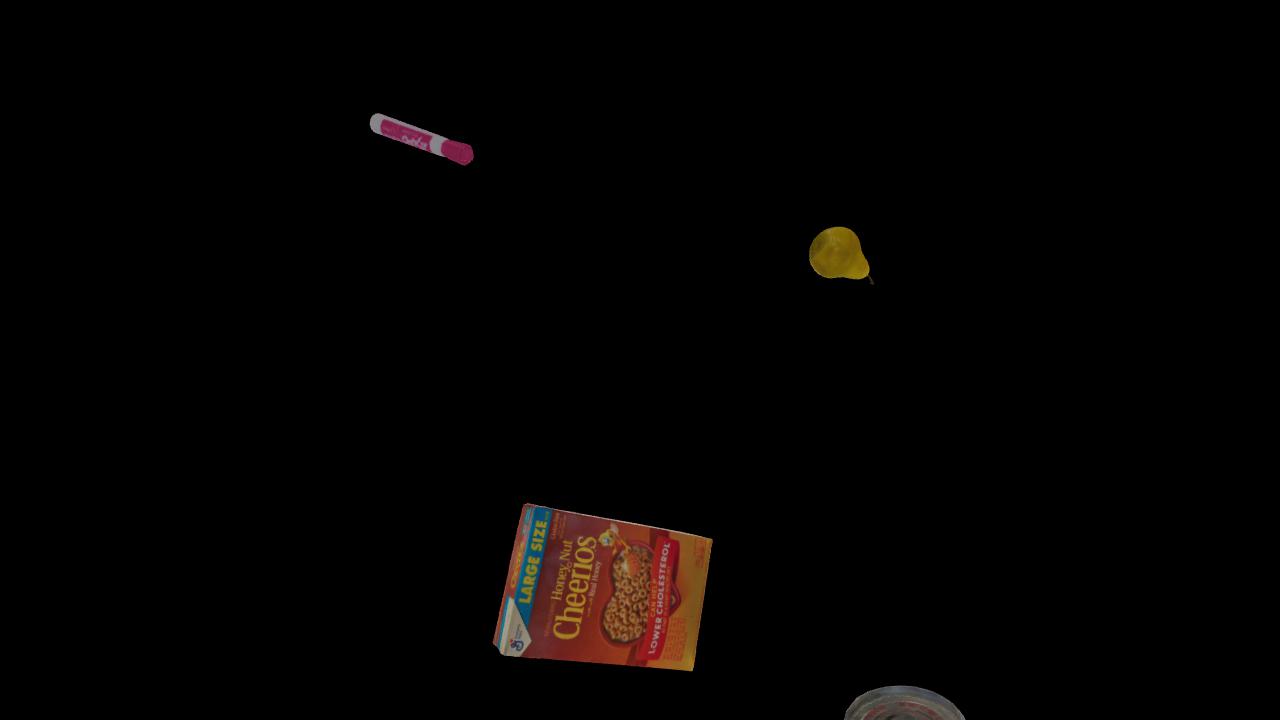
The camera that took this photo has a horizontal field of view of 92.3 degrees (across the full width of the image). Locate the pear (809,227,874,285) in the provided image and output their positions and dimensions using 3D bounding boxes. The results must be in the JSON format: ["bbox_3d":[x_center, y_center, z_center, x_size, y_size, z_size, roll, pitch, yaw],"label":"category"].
[{"bbox_3d":[0.313,-0.153,0.925,0.111,0.080,0.080,19,-6,-19],"label":"pear"}]

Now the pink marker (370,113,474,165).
[{"bbox_3d":[-0.201,-0.204,0.567,0.121,0.020,0.020,25,10,22],"label":"pink marker"}]

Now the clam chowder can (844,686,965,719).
[{"bbox_3d":[0.163,0.258,0.359,0.068,0.102,0.068,-14,6,1],"label":"clam chowder can"}]

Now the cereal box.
[{"bbox_3d":[-0.049,0.345,0.930,0.306,0.203,0.081,17,-15,-23],"label":"cereal box"}]
